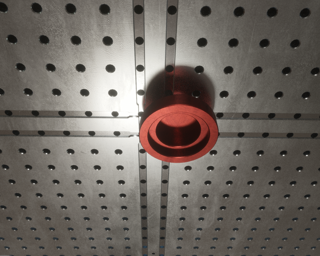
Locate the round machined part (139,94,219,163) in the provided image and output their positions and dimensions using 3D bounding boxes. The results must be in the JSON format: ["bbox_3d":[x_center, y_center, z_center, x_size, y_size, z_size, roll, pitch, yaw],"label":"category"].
[{"bbox_3d":[0.023,-0.003,0.398,0.099,0.042,0.097,-1,130,0],"label":"round machined part"}]
